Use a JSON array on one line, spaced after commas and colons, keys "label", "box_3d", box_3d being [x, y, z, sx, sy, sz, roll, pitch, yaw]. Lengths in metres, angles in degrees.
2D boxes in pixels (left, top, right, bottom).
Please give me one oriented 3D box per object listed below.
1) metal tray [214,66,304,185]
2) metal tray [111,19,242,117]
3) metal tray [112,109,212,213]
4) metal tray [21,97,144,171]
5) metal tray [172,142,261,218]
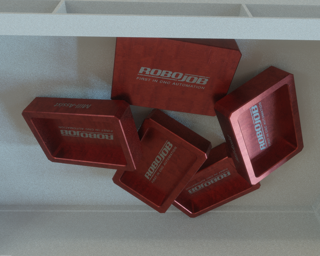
[{"label": "metal tray", "box_3d": [0.127, 0.001, 0.383, 0.090, 0.030, 0.130, -34, 128, -8]}, {"label": "metal tray", "box_3d": [0.014, -0.064, 0.351, 0.131, 0.030, 0.089, 7, 130, -7]}, {"label": "metal tray", "box_3d": [-0.001, 0.049, 0.422, 0.090, 0.030, 0.129, 33, 124, 3]}, {"label": "metal tray", "box_3d": [-0.094, 0.008, 0.386, 0.130, 0.030, 0.090, 4, 133, 19]}, {"label": "metal tray", "box_3d": [0.074, 0.085, 0.479, 0.130, 0.030, 0.090, -32, 124, 24]}]
